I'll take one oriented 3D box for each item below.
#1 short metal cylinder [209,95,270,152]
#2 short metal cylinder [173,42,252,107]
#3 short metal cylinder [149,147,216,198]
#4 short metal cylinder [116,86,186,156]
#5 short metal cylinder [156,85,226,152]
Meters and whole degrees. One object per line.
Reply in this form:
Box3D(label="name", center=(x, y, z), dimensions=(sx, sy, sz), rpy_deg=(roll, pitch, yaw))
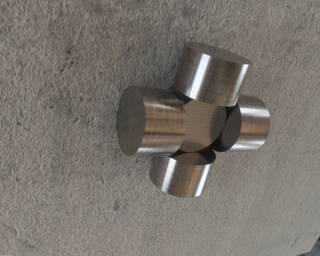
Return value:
Box3D(label="short metal cylinder", center=(0.102, -0.007, 0.427), dimensions=(0.050, 0.080, 0.079), rpy_deg=(2, 118, -30))
Box3D(label="short metal cylinder", center=(0.061, -0.065, 0.366), dimensions=(0.081, 0.080, 0.050), rpy_deg=(1, 118, -30))
Box3D(label="short metal cylinder", center=(0.030, 0.049, 0.421), dimensions=(0.081, 0.080, 0.050), rpy_deg=(0, 118, -29))
Box3D(label="short metal cylinder", center=(-0.013, -0.007, 0.363), dimensions=(0.050, 0.080, 0.079), rpy_deg=(2, 118, -30))
Box3D(label="short metal cylinder", center=(0.039, -0.015, 0.406), dimensions=(0.081, 0.050, 0.079), rpy_deg=(-14, 125, -21))
